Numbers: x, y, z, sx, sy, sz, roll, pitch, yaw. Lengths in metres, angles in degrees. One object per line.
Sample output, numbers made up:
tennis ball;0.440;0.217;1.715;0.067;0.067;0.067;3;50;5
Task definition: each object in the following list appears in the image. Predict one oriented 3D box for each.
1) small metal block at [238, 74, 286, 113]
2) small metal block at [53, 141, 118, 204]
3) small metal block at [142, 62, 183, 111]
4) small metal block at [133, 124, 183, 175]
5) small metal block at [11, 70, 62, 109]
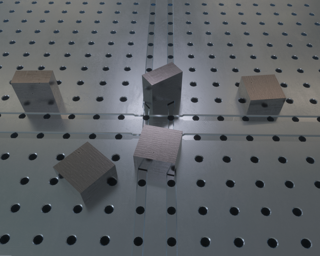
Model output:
small metal block;0.147;-0.051;0.451;0.050;0.025;0.050;-4;50;-3
small metal block;-0.087;0.051;0.364;0.050;0.025;0.050;35;58;26
small metal block;0.003;-0.059;0.441;0.050;0.050;0.025;-27;55;-21
small metal block;-0.001;0.026;0.386;0.050;0.025;0.050;10;51;8
small metal block;-0.172;-0.053;0.436;0.050;0.050;0.025;-1;50;-1
